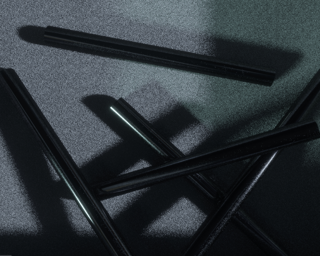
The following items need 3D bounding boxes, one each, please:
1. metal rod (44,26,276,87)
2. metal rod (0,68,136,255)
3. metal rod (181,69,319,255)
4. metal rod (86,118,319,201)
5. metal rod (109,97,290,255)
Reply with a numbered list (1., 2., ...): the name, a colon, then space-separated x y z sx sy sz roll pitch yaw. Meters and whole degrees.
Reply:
1. metal rod: 0.000 -0.095 0.411 0.302 0.025 0.025 11 90 0
2. metal rod: -0.118 0.049 0.389 0.025 0.025 0.299 -36 82 0
3. metal rod: 0.129 0.043 0.394 0.025 0.025 0.300 39 83 0
4. metal rod: 0.037 0.045 0.382 0.301 0.025 0.025 -18 90 11
5. metal rod: 0.052 0.070 0.411 0.300 0.025 0.025 42 90 0
